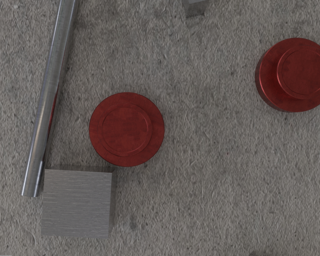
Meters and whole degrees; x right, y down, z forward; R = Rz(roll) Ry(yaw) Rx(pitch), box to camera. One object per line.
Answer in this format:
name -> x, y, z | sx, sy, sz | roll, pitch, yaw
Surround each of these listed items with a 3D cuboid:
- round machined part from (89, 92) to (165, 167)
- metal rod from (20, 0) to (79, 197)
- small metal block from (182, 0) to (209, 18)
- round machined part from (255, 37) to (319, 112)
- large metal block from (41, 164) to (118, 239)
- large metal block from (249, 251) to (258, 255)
round machined part -> -0.043, 0.002, 0.401 | 0.099, 0.042, 0.097 | 0, 90, 0
metal rod -> -0.142, -0.059, 0.408 | 0.025, 0.025, 0.298 | 11, 90, 0
small metal block -> 0.042, -0.177, 0.398 | 0.025, 0.050, 0.050 | -13, 90, 0
round machined part -> 0.179, -0.069, 0.403 | 0.099, 0.042, 0.097 | 0, 90, 0
large metal block -> -0.100, 0.091, 0.397 | 0.081, 0.050, 0.080 | 3, 90, 0
large metal block -> 0.120, 0.215, 0.384 | 0.050, 0.080, 0.080 | 41, 90, 0
